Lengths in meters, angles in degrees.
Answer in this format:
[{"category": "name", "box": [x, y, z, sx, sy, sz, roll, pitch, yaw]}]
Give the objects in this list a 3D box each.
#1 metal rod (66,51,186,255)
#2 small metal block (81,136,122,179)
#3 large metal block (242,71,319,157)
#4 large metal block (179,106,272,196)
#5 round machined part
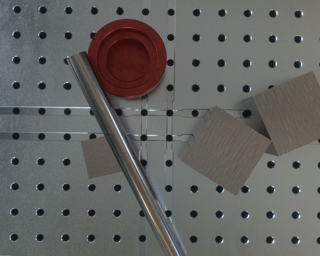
[{"category": "metal rod", "box": [-0.036, 0.048, 0.390, 0.025, 0.025, 0.299, -25, 99, 0]}, {"category": "small metal block", "box": [-0.073, 0.036, 0.413, 0.050, 0.025, 0.050, -12, 90, 0]}, {"category": "large metal block", "box": [0.166, -0.018, 0.402, 0.080, 0.050, 0.080, -23, 90, 0]}, {"category": "large metal block", "box": [0.081, 0.028, 0.401, 0.080, 0.050, 0.080, 33, 90, 0]}, {"category": "round machined part", "box": [-0.041, -0.087, 0.404, 0.099, 0.042, 0.097, 0, 90, 0]}]
